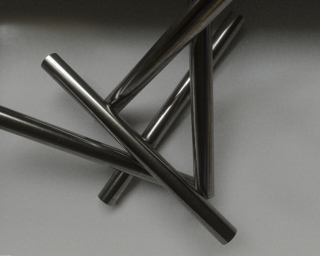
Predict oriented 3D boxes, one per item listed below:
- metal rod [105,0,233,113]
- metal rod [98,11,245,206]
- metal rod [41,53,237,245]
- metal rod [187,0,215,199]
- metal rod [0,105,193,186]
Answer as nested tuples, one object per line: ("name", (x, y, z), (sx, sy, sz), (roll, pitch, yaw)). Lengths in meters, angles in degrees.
("metal rod", (0.011, -0.085, 0.317), (0.025, 0.025, 0.299), (51, 131, -1))
("metal rod", (0.016, -0.026, 0.411), (0.025, 0.025, 0.299), (36, 90, -1))
("metal rod", (-0.026, 0.023, 0.369), (0.300, 0.025, 0.025), (44, 90, 2))
("metal rod", (0.045, -0.058, 0.337), (0.025, 0.025, 0.298), (-4, 109, 0))
("metal rod", (-0.073, 0.030, 0.372), (0.302, 0.025, 0.025), (22, 90, -16))
